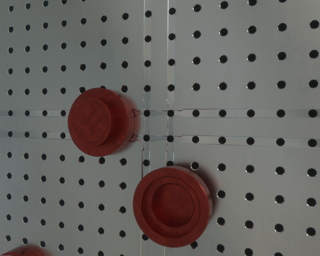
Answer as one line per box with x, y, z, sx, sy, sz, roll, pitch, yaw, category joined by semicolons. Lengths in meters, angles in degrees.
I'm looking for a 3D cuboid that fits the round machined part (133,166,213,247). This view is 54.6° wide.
0.019;0.097;0.397;0.098;0.042;0.097;0;90;20;round machined part

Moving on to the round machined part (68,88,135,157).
-0.089;-0.008;0.436;0.098;0.042;0.097;0;90;20;round machined part

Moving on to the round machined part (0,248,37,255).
-0.231;0.245;0.486;0.098;0.042;0.097;0;90;20;round machined part
